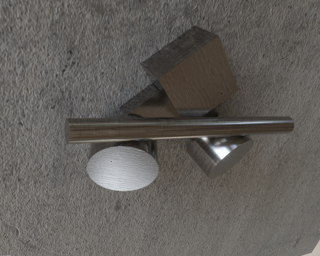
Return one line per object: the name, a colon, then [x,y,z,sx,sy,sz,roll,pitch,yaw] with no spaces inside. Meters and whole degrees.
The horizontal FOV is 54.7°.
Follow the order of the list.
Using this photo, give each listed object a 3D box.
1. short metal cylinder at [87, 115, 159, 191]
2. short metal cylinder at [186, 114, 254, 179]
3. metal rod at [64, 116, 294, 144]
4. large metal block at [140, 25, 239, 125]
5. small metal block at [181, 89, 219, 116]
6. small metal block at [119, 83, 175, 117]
short metal cylinder: [-0.043,0.031,0.369,0.081,0.050,0.079,-2,133,-2]
short metal cylinder: [0.084,0.027,0.437,0.080,0.050,0.080,-31,154,-17]
metal rod: [0.045,-0.001,0.366,0.303,0.025,0.025,-2,119,-28]
large metal block: [0.037,-0.061,0.372,0.080,0.050,0.080,-36,129,-4]
small metal block: [0.049,-0.017,0.424,0.050,0.025,0.050,-37,129,-3]
small metal block: [-0.015,-0.019,0.389,0.050,0.025,0.050,-38,129,-4]
